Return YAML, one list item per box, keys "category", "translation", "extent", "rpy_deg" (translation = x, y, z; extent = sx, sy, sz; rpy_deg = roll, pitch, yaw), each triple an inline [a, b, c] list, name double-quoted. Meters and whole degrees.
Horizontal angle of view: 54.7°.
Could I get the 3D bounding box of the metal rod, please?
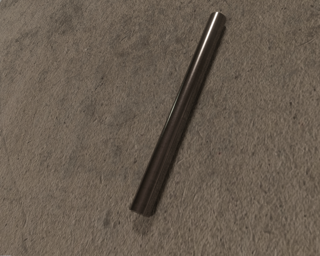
- category: "metal rod"
  translation: [0.031, -0.032, 0.405]
  extent: [0.025, 0.025, 0.300]
  rpy_deg: [10, 66, 32]
